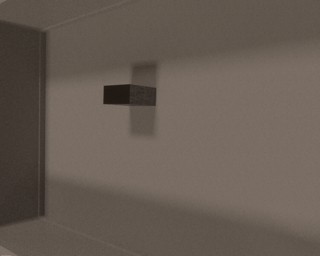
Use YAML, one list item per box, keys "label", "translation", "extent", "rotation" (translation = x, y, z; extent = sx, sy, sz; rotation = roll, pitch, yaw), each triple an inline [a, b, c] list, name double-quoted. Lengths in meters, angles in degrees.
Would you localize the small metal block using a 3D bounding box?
- label: "small metal block"
  translation: [-0.041, -0.044, 0.422]
  extent: [0.050, 0.050, 0.025]
  rotation: [3, 92, 39]
